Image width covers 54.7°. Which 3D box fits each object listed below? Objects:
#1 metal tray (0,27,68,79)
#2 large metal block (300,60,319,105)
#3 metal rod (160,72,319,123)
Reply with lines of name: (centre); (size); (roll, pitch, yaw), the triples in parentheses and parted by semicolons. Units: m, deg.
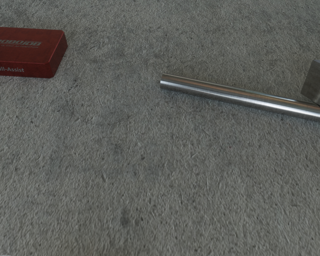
metal tray: (-0.228, -0.124, 0.501); (0.131, 0.030, 0.090); (4, 50, 2)
large metal block: (0.254, -0.054, 0.412); (0.081, 0.050, 0.080); (-5, 32, -19)
metal rod: (0.148, -0.037, 0.435); (0.301, 0.025, 0.025); (13, 51, 10)
